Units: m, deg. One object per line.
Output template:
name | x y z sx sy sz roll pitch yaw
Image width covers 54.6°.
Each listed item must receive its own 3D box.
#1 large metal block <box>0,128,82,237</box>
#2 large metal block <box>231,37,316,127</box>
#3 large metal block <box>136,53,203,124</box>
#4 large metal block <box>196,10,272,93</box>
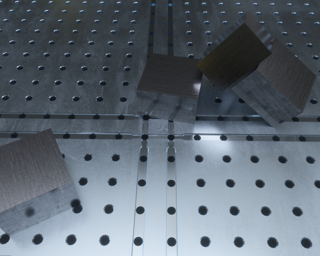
large metal block | -0.143 0.057 0.343 0.081 0.050 0.080 -22 54 -18
large metal block | 0.156 -0.063 0.423 0.080 0.050 0.080 41 56 -7
large metal block | 0.017 -0.057 0.440 0.080 0.050 0.080 9 51 8
large metal block | 0.102 -0.105 0.420 0.050 0.080 0.080 45 34 -9
